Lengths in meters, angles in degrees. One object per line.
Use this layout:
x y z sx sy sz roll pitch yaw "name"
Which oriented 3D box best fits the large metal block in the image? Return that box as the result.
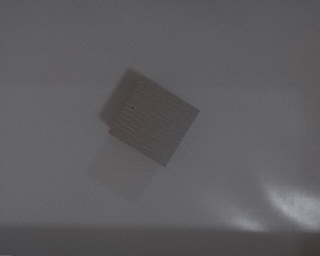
-0.007 -0.008 0.395 0.080 0.050 0.080 32 89 -1 "large metal block"
